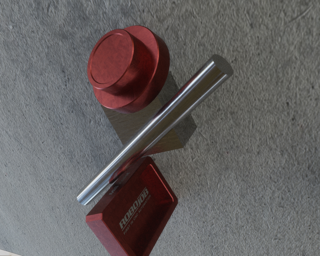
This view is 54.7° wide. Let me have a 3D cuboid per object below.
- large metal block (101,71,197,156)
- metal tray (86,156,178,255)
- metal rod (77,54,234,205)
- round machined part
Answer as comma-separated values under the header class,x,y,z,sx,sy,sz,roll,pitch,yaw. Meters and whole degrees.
class,x,y,z,sx,sy,sz,roll,pitch,yaw
large metal block,-0.012,-0.014,0.387,0.080,0.050,0.080,-15,111,34
metal tray,-0.031,0.110,0.422,0.030,0.131,0.090,-21,107,36
metal rod,-0.028,0.024,0.370,0.025,0.025,0.299,44,129,-3
round machined part,-0.041,-0.068,0.339,0.098,0.042,0.098,-12,69,34
